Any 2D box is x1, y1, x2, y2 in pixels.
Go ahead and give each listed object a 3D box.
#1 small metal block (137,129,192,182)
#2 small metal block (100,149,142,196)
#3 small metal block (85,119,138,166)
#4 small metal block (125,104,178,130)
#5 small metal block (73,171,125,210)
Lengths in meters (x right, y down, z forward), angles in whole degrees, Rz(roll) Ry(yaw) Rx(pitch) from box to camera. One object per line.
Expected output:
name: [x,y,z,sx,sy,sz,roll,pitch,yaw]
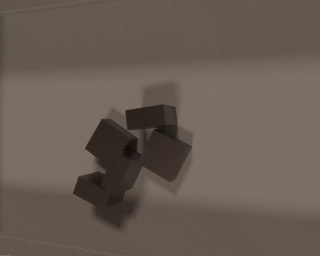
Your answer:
small metal block: [0.006,0.035,0.407,0.050,0.025,0.050,28,99,17]
small metal block: [-0.048,0.057,0.413,0.025,0.050,0.050,27,99,18]
small metal block: [-0.068,0.021,0.433,0.050,0.025,0.050,35,101,16]
small metal block: [-0.010,-0.013,0.400,0.050,0.050,0.025,-8,88,19]
small metal block: [-0.081,0.084,0.424,0.050,0.050,0.025,22,98,18]
